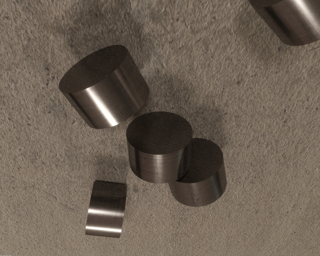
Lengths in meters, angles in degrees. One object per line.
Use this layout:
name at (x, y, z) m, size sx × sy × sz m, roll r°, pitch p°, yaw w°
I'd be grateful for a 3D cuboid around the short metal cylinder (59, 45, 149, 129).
short metal cylinder at (-0.059, -0.045, 0.332) m, size 0.080 × 0.080 × 0.050 m, roll -19°, pitch 128°, yaw 15°

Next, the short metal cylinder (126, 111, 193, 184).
short metal cylinder at (0.000, 0.023, 0.391) m, size 0.081 × 0.080 × 0.050 m, roll -1°, pitch 130°, yaw 0°

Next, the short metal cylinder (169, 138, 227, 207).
short metal cylinder at (0.048, 0.059, 0.422) m, size 0.080 × 0.080 × 0.050 m, roll -10°, pitch 130°, yaw 8°

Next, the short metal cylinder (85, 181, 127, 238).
short metal cylinder at (-0.082, 0.125, 0.477) m, size 0.050 × 0.080 × 0.079 m, roll 9°, pitch 130°, yaw -8°

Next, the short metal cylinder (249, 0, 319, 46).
short metal cylinder at (0.127, -0.120, 0.271) m, size 0.050 × 0.080 × 0.080 m, roll 36°, pitch 121°, yaw -27°
